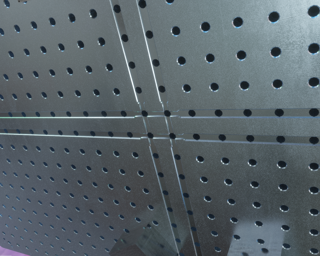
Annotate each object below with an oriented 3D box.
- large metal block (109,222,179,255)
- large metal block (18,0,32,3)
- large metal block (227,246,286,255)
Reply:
[{"bbox_3d":[-0.029,0.223,0.549,0.080,0.050,0.080,49,129,-7],"label":"large metal block"},{"bbox_3d":[-0.126,-0.191,0.344,0.080,0.050,0.080,2,119,27],"label":"large metal block"},{"bbox_3d":[0.148,0.222,0.454,0.080,0.050,0.080,-15,111,34],"label":"large metal block"}]
